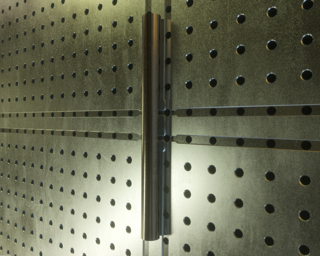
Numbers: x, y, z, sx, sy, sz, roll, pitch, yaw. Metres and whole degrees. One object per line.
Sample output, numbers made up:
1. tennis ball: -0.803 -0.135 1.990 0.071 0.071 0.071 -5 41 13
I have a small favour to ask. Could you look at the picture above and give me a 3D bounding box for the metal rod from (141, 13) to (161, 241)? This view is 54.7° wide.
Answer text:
1. metal rod: -0.012 -0.001 0.417 0.025 0.025 0.298 1 90 39
